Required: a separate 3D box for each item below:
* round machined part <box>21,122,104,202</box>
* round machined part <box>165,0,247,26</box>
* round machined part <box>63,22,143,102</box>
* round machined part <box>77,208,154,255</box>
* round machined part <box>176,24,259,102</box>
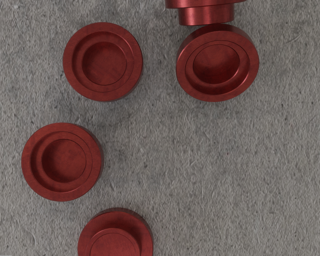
[{"bbox_3d":[-0.121,0.042,0.400,0.099,0.042,0.097,0,90,0],"label":"round machined part"},{"bbox_3d":[0.056,-0.151,0.378,0.099,0.098,0.042,-6,114,0],"label":"round machined part"},{"bbox_3d":[-0.070,-0.082,0.401,0.099,0.042,0.097,0,90,0],"label":"round machined part"},{"bbox_3d":[-0.058,0.157,0.401,0.099,0.042,0.097,0,90,0],"label":"round machined part"},{"bbox_3d":[0.069,-0.083,0.385,0.099,0.042,0.097,1,132,1],"label":"round machined part"}]
